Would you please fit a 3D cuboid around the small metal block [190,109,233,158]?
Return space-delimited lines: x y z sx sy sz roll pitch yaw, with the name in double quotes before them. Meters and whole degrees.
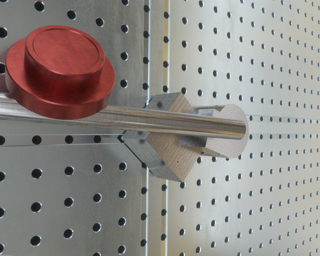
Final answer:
"small metal block" 0.071 0.007 0.403 0.050 0.025 0.050 24 75 -38

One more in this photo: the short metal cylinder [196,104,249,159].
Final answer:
"short metal cylinder" 0.090 0.005 0.471 0.081 0.050 0.079 0 90 -40

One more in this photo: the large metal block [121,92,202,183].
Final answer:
"large metal block" 0.011 0.011 0.401 0.080 0.050 0.080 52 60 -28

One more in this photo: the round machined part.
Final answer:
"round machined part" -0.089 -0.058 0.289 0.099 0.042 0.098 14 48 -15

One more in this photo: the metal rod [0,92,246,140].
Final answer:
"metal rod" -0.041 -0.011 0.319 0.302 0.025 0.025 5 87 -23
